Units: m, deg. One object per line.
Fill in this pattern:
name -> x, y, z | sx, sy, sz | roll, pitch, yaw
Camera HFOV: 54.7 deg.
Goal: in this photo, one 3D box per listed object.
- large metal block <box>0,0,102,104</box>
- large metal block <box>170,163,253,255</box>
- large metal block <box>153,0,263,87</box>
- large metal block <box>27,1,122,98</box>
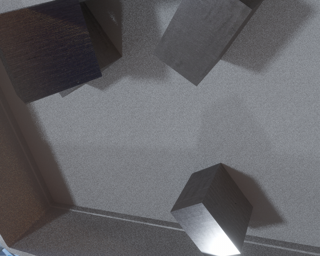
large metal block -> -0.115, -0.080, 0.311 | 0.050, 0.081, 0.080 | 26, 136, 53
large metal block -> 0.070, 0.106, 0.402 | 0.050, 0.080, 0.080 | -29, 103, 37
large metal block -> 0.048, -0.097, 0.288 | 0.050, 0.080, 0.080 | 37, 129, 3
large metal block -> -0.110, -0.097, 0.391 | 0.080, 0.050, 0.080 | -26, 105, 37
